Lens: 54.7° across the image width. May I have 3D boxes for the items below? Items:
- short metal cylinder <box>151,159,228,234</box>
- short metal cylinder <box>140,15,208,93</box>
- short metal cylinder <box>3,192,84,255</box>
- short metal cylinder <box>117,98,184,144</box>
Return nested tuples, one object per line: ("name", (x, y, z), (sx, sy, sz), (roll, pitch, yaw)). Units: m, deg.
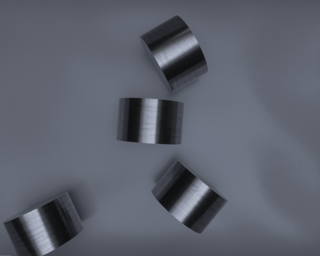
("short metal cylinder", (0.036, 0.083, 0.384), (0.080, 0.080, 0.050), (39, 90, 0))
("short metal cylinder", (0.016, -0.090, 0.384), (0.050, 0.080, 0.080), (-30, 90, 0))
("short metal cylinder", (-0.142, 0.119, 0.383), (0.080, 0.080, 0.050), (-24, 90, 0))
("short metal cylinder", (-0.012, -0.008, 0.384), (0.080, 0.080, 0.050), (4, 90, 0))
